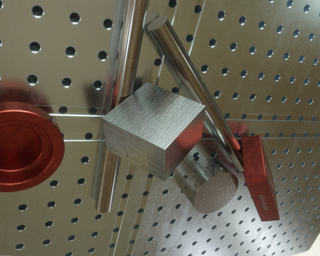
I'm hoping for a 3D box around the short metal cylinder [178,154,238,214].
[{"bbox_3d":[0.077,0.089,0.494,0.081,0.050,0.079,-14,125,-21],"label":"short metal cylinder"}]

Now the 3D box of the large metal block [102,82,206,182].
[{"bbox_3d":[-0.005,0.001,0.351,0.080,0.080,0.050,-45,149,-37],"label":"large metal block"}]

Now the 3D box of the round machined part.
[{"bbox_3d":[-0.155,0.016,0.326,0.099,0.042,0.097,-14,124,-21],"label":"round machined part"}]

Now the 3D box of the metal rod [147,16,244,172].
[{"bbox_3d":[0.070,-0.026,0.435,0.025,0.025,0.300,-40,130,-1],"label":"metal rod"}]

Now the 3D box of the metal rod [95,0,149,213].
[{"bbox_3d":[-0.049,-0.019,0.373,0.025,0.025,0.298,-2,119,-28],"label":"metal rod"}]

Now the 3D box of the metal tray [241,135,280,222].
[{"bbox_3d":[0.168,0.085,0.515,0.030,0.090,0.130,-13,133,21],"label":"metal tray"}]
